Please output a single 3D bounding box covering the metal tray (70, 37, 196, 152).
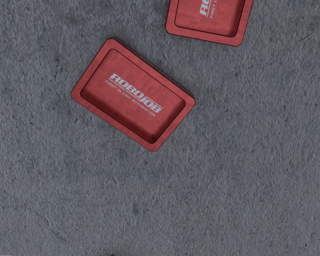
[{"bbox_3d":[-0.032,-0.041,0.391,0.130,0.030,0.090,35,106,-12],"label":"metal tray"}]

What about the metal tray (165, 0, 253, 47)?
[{"bbox_3d":[0.061,-0.165,0.346,0.091,0.030,0.129,10,110,-4],"label":"metal tray"}]
